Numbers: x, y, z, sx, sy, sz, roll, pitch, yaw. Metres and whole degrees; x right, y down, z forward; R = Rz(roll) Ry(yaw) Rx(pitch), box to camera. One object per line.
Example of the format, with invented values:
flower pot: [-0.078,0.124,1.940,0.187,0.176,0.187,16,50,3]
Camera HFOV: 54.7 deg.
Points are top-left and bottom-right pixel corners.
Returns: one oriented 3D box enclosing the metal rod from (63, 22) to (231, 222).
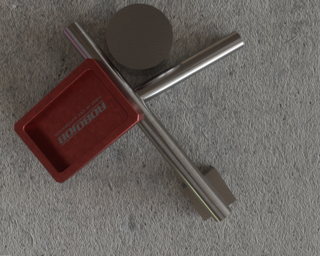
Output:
metal rod: [-0.015,-0.007,0.386,0.025,0.025,0.300,-39,91,0]

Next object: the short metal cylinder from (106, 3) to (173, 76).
short metal cylinder: [-0.025,-0.110,0.398,0.081,0.050,0.079,0,90,-1]

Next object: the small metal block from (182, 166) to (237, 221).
small metal block: [0.064,0.086,0.412,0.050,0.025,0.050,-34,90,0]

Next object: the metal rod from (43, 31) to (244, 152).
metal rod: [-0.027,-0.044,0.411,0.301,0.025,0.025,-30,90,-1]

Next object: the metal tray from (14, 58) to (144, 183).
metal tray: [-0.096,-0.008,0.369,0.130,0.030,0.090,-39,90,11]
